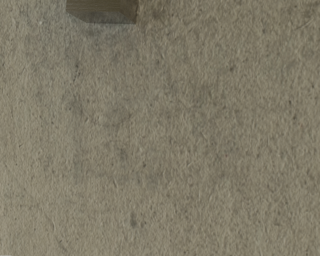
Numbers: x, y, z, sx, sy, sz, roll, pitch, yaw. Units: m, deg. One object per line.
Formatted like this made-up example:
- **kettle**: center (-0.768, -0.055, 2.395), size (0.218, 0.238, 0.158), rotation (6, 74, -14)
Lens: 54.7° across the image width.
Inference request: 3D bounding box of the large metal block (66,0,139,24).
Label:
- **large metal block**: center (-0.075, -0.190, 0.421), size (0.080, 0.050, 0.079), rotation (8, 93, 19)
